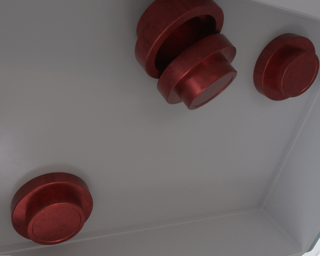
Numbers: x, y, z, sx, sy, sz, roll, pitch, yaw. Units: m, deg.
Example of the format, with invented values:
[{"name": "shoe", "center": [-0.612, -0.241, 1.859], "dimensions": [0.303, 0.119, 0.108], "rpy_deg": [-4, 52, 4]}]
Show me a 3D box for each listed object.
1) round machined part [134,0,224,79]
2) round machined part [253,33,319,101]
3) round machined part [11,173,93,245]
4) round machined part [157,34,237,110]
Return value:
[{"name": "round machined part", "center": [0.015, -0.101, 0.325], "dimensions": [0.098, 0.042, 0.098], "rpy_deg": [-32, 161, -12]}, {"name": "round machined part", "center": [0.189, -0.083, 0.449], "dimensions": [0.099, 0.042, 0.097], "rpy_deg": [-14, 124, -21]}, {"name": "round machined part", "center": [-0.133, 0.108, 0.392], "dimensions": [0.099, 0.042, 0.097], "rpy_deg": [-14, 124, -21]}, {"name": "round machined part", "center": [0.049, -0.058, 0.356], "dimensions": [0.098, 0.042, 0.098], "rpy_deg": [-33, 166, -9]}]
